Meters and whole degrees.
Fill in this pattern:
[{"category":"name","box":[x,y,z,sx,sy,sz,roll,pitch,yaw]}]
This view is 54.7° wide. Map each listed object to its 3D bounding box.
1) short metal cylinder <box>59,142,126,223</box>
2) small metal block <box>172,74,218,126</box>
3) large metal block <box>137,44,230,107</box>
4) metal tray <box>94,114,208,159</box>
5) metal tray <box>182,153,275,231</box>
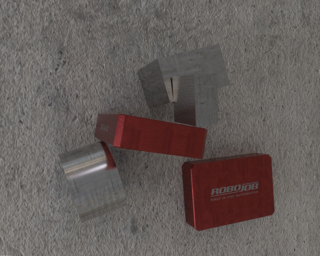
[{"category":"short metal cylinder","box":[-0.077,0.060,0.352,0.050,0.080,0.080,-18,97,-19]},{"category":"small metal block","box":[0.036,-0.030,0.324,0.025,0.050,0.050,-6,99,-22]},{"category":"large metal block","box":[0.027,-0.064,0.390,0.081,0.080,0.050,-18,96,-19]},{"category":"metal tray","box":[-0.017,0.006,0.346,0.091,0.130,0.030,9,89,-20]},{"category":"metal tray","box":[0.099,0.088,0.444,0.131,0.030,0.089,-5,92,-20]}]
